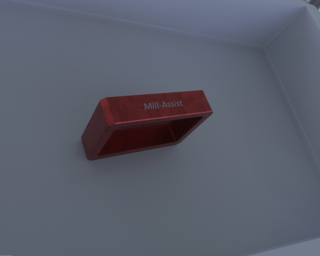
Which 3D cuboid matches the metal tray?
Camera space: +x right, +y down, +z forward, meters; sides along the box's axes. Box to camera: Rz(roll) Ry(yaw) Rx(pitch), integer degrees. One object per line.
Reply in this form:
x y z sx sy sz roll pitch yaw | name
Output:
-0.015 -0.003 0.359 0.131 0.090 0.030 -8 66 -32 | metal tray
